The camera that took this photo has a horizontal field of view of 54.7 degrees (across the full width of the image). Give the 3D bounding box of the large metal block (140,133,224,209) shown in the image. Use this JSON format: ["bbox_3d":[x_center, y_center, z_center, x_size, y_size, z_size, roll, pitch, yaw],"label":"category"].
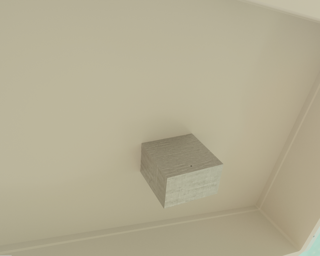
[{"bbox_3d":[0.026,0.055,0.423,0.081,0.080,0.050,-10,123,-24],"label":"large metal block"}]
